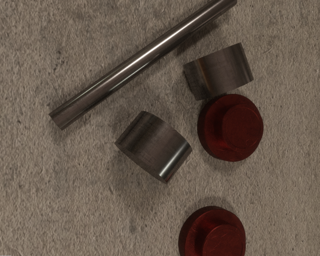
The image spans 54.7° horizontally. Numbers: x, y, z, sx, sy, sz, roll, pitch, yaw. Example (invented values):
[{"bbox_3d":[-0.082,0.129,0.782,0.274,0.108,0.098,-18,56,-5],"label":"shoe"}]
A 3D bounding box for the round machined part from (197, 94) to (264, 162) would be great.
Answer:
[{"bbox_3d":[0.107,0.000,0.441,0.099,0.042,0.097,0,90,-21],"label":"round machined part"}]

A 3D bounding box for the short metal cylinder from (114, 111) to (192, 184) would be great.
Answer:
[{"bbox_3d":[-0.008,0.024,0.378,0.080,0.080,0.050,42,77,-16],"label":"short metal cylinder"}]

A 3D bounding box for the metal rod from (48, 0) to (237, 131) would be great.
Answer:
[{"bbox_3d":[-0.011,-0.097,0.405,0.301,0.025,0.025,-39,103,-16],"label":"metal rod"}]

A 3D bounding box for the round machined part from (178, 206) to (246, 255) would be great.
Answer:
[{"bbox_3d":[0.079,0.162,0.431,0.099,0.042,0.097,0,90,-21],"label":"round machined part"}]

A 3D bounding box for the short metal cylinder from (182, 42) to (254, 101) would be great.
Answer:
[{"bbox_3d":[0.076,-0.074,0.409,0.081,0.080,0.050,-24,99,-19],"label":"short metal cylinder"}]
